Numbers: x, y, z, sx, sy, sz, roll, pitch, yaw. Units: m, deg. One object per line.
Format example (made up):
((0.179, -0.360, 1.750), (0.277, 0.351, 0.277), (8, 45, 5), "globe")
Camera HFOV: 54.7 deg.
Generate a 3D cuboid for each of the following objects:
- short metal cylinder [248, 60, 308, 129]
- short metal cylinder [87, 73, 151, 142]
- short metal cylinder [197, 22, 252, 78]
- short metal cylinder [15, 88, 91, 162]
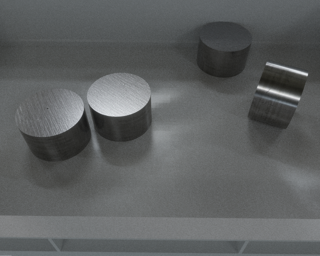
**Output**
((0.153, -0.044, 0.407), (0.050, 0.080, 0.080), (20, 53, 16), "short metal cylinder")
((-0.052, -0.028, 0.412), (0.080, 0.050, 0.080), (0, 50, 0), "short metal cylinder")
((0.101, -0.126, 0.495), (0.080, 0.050, 0.080), (0, 50, 0), "short metal cylinder")
((-0.132, -0.005, 0.392), (0.080, 0.050, 0.080), (0, 50, 0), "short metal cylinder")
